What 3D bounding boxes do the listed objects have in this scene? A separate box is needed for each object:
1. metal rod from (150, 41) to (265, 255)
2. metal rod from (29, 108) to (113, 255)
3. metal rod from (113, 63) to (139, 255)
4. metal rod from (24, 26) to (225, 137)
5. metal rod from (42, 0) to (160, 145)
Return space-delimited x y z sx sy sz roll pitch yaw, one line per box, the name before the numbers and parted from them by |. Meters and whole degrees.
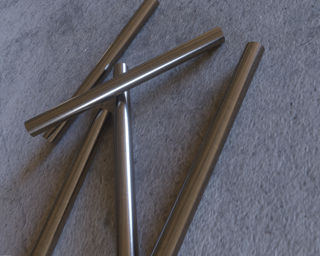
metal rod | 0.059 0.024 0.357 0.025 0.025 0.300 15 69 34
metal rod | -0.129 0.108 0.403 0.025 0.025 0.300 6 64 30
metal rod | -0.048 0.029 0.409 0.025 0.025 0.299 -18 55 17
metal rod | -0.048 -0.066 0.438 0.301 0.025 0.025 -27 52 -1
metal rod | -0.092 -0.102 0.512 0.025 0.025 0.300 24 74 36
